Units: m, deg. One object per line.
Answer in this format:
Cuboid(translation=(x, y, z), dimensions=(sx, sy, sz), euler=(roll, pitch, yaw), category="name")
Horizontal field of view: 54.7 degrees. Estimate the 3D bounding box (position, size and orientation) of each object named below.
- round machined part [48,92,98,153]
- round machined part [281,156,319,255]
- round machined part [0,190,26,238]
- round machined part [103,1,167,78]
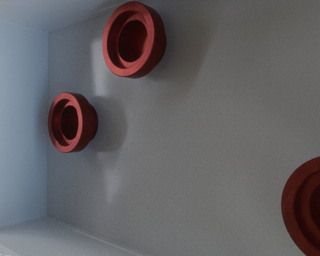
Cuboid(translation=(-0.140, -0.009, 0.512), dimensions=(0.098, 0.042, 0.097), euler=(0, 90, 40), category="round machined part")
Cuboid(translation=(0.160, 0.069, 0.262), dimensions=(0.098, 0.042, 0.097), euler=(0, 90, 42), category="round machined part")
Cuboid(translation=(-0.327, 0.182, 0.669), dimensions=(0.098, 0.042, 0.097), euler=(0, 90, 40), category="round machined part")
Cuboid(translation=(-0.030, -0.116, 0.421), dimensions=(0.098, 0.042, 0.097), euler=(0, 90, 40), category="round machined part")
